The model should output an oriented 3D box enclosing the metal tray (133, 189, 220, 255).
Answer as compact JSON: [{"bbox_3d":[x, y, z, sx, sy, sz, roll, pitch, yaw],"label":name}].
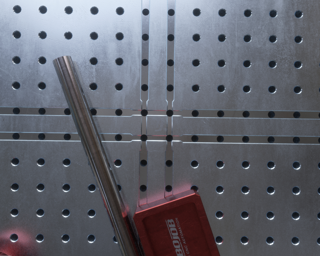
[{"bbox_3d":[0.027,0.157,0.410,0.090,0.030,0.129,-19,90,0],"label":"metal tray"}]

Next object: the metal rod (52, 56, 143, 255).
[{"bbox_3d":[-0.080,0.049,0.412,0.025,0.025,0.299,-20,90,0],"label":"metal rod"}]

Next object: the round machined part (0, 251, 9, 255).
[{"bbox_3d":[-0.224,0.206,0.403,0.099,0.042,0.097,0,90,0],"label":"round machined part"}]
